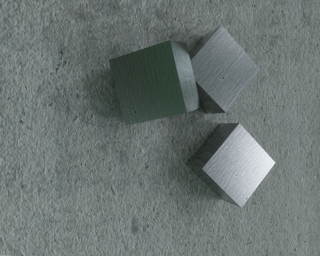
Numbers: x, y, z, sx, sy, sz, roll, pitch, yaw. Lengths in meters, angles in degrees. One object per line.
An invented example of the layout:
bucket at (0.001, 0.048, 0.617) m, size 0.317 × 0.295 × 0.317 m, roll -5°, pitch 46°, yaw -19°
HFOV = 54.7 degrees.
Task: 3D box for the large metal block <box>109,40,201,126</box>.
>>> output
large metal block at (-0.005, -0.053, 0.371) m, size 0.050 × 0.080 × 0.080 m, roll -24°, pitch 101°, yaw -63°

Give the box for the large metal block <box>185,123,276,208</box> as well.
large metal block at (0.098, 0.049, 0.432) m, size 0.080 × 0.050 × 0.080 m, roll 45°, pitch 76°, yaw -15°

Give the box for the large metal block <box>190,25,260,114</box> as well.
large metal block at (0.074, -0.076, 0.423) m, size 0.080 × 0.050 × 0.080 m, roll 44°, pitch 76°, yaw -15°
